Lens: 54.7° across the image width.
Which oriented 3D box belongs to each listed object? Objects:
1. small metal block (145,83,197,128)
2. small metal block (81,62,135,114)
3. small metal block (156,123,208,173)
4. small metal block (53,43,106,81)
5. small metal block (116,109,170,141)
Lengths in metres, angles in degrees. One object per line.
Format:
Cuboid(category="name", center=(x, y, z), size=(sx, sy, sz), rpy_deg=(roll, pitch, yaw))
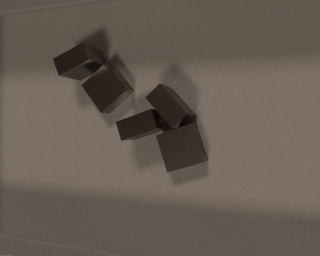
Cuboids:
Cuboid(category="small metal block", center=(0.015, -0.027, 0.391), size=(0.025, 0.050, 0.050), rpy_deg=(-44, 77, 14))
Cuboid(category="small metal block", center=(-0.073, -0.056, 0.435), size=(0.050, 0.025, 0.050), rpy_deg=(-40, 78, 15))
Cuboid(category="small metal block", center=(0.029, 0.025, 0.400), size=(0.050, 0.025, 0.050), rpy_deg=(-19, 84, 18))
Cuboid(category="small metal block", center=(-0.111, -0.091, 0.435), size=(0.050, 0.050, 0.025), rpy_deg=(-22, 83, 18))
Cuboid(category="small metal block", center=(-0.021, -0.004, 0.404), size=(0.050, 0.050, 0.025), rpy_deg=(-19, 84, 19))
